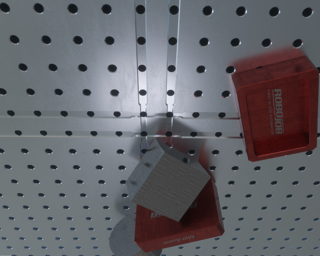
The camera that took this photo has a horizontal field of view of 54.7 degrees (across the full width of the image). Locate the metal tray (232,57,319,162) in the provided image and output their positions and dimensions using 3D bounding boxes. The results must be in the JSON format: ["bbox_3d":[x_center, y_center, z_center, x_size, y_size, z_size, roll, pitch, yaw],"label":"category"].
[{"bbox_3d":[0.148,-0.017,0.394,0.090,0.030,0.129,-13,129,11],"label":"metal tray"}]

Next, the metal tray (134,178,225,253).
[{"bbox_3d":[0.027,0.133,0.481,0.130,0.090,0.030,-18,128,15],"label":"metal tray"}]

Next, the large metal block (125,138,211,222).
[{"bbox_3d":[0.010,0.074,0.439,0.080,0.050,0.080,30,100,-23],"label":"large metal block"}]

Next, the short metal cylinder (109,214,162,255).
[{"bbox_3d":[-0.041,0.199,0.545,0.080,0.080,0.050,-19,128,15],"label":"short metal cylinder"}]
